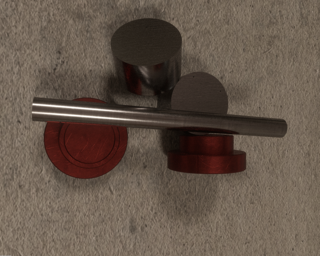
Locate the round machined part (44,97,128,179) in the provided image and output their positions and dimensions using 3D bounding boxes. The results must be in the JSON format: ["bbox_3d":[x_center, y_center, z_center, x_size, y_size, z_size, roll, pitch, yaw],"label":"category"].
[{"bbox_3d":[-0.086,0.012,0.369,0.099,0.042,0.097,0,90,-21],"label":"round machined part"}]

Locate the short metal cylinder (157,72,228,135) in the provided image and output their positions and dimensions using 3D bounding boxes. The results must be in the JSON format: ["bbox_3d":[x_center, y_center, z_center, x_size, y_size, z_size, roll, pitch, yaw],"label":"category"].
[{"bbox_3d":[0.043,-0.031,0.413,0.081,0.050,0.079,0,90,-21],"label":"short metal cylinder"}]

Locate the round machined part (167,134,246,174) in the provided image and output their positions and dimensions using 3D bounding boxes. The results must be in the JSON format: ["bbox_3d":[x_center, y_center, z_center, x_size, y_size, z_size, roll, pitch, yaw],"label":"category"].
[{"bbox_3d":[0.059,0.030,0.393,0.099,0.098,0.042,0,91,-20],"label":"round machined part"}]

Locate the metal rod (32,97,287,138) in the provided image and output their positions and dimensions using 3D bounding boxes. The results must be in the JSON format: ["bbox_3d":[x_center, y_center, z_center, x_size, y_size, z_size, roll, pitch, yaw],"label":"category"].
[{"bbox_3d":[0.014,-0.010,0.362,0.302,0.025,0.025,4,89,-17],"label":"metal rod"}]

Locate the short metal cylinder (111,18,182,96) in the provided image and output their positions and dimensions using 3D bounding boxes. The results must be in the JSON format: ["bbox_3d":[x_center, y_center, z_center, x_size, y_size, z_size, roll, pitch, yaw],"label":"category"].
[{"bbox_3d":[-0.015,-0.085,0.370,0.080,0.050,0.080,-1,56,2],"label":"short metal cylinder"}]
